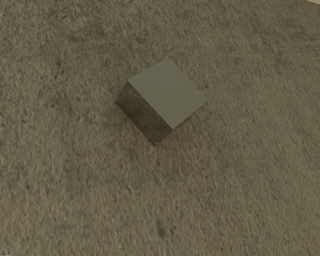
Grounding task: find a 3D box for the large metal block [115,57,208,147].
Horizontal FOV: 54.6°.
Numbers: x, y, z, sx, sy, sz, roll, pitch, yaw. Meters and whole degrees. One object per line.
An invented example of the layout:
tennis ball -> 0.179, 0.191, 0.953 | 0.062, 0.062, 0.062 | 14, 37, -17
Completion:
large metal block -> 0.002, -0.035, 0.410 | 0.080, 0.050, 0.080 | 48, 51, 5
